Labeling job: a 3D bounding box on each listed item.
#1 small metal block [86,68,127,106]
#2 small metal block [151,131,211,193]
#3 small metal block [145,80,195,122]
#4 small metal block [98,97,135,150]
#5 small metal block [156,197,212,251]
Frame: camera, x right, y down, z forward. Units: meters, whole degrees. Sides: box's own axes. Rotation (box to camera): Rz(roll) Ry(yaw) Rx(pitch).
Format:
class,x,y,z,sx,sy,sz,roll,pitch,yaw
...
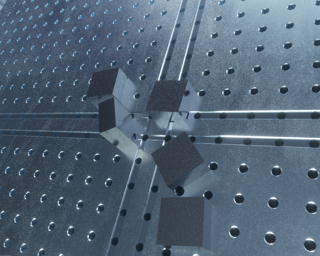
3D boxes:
class,x,y,z,sx,sy,sz,roll,pitch,yaw
small metal block,-0.085,-0.065,0.494,0.050,0.025,0.050,-5,59,26
small metal block,0.024,0.041,0.371,0.050,0.025,0.050,-34,51,6
small metal block,0.014,-0.038,0.425,0.050,0.025,0.050,5,64,30
small metal block,-0.060,-0.006,0.428,0.025,0.050,0.050,-21,54,16
small metal block,0.027,0.102,0.332,0.050,0.025,0.050,-7,58,24
